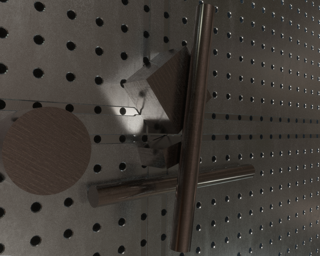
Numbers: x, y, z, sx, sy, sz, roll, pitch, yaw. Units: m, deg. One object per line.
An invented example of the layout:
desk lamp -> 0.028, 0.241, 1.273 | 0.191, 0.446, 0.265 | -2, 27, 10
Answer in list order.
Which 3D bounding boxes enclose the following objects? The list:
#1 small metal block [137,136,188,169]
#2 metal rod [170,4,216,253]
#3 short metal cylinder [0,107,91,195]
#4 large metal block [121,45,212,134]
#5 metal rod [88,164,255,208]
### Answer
small metal block -> 0.008, 0.030, 0.402 | 0.050, 0.050, 0.025 | -21, 104, -38
metal rod -> 0.041, -0.004, 0.380 | 0.025, 0.025, 0.298 | 11, 83, -40
short metal cylinder -> -0.115, 0.020, 0.298 | 0.081, 0.050, 0.079 | 0, 90, -40
large metal block -> 0.011, -0.048, 0.404 | 0.080, 0.050, 0.080 | -46, 118, -30
metal rod -> 0.041, 0.076, 0.445 | 0.302, 0.025, 0.025 | -1, 91, -40
